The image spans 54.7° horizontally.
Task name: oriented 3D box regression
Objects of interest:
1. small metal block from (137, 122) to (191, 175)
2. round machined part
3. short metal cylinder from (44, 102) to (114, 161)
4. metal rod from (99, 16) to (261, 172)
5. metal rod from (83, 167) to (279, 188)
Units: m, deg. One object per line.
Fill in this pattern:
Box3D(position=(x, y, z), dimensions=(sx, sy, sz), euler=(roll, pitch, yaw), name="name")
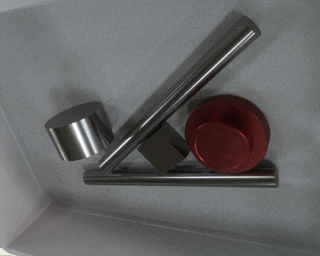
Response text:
Box3D(position=(0.006, 0.028, 0.419), dimensions=(0.050, 0.025, 0.050), euler=(46, 129, -4), name="small metal block")
Box3D(position=(0.075, 0.014, 0.362), dimensions=(0.098, 0.042, 0.097), euler=(13, 124, 20), name="round machined part")
Box3D(position=(-0.110, 0.003, 0.430), dimensions=(0.080, 0.080, 0.050), euler=(-5, 116, 30), name="short metal cylinder")
Box3D(position=(0.002, -0.021, 0.391), dimensions=(0.025, 0.025, 0.299), euler=(45, 129, -4), name="metal rod")
Box3D(position=(0.010, 0.071, 0.444), dimensions=(0.300, 0.025, 0.025), euler=(-5, 116, 30), name="metal rod")
